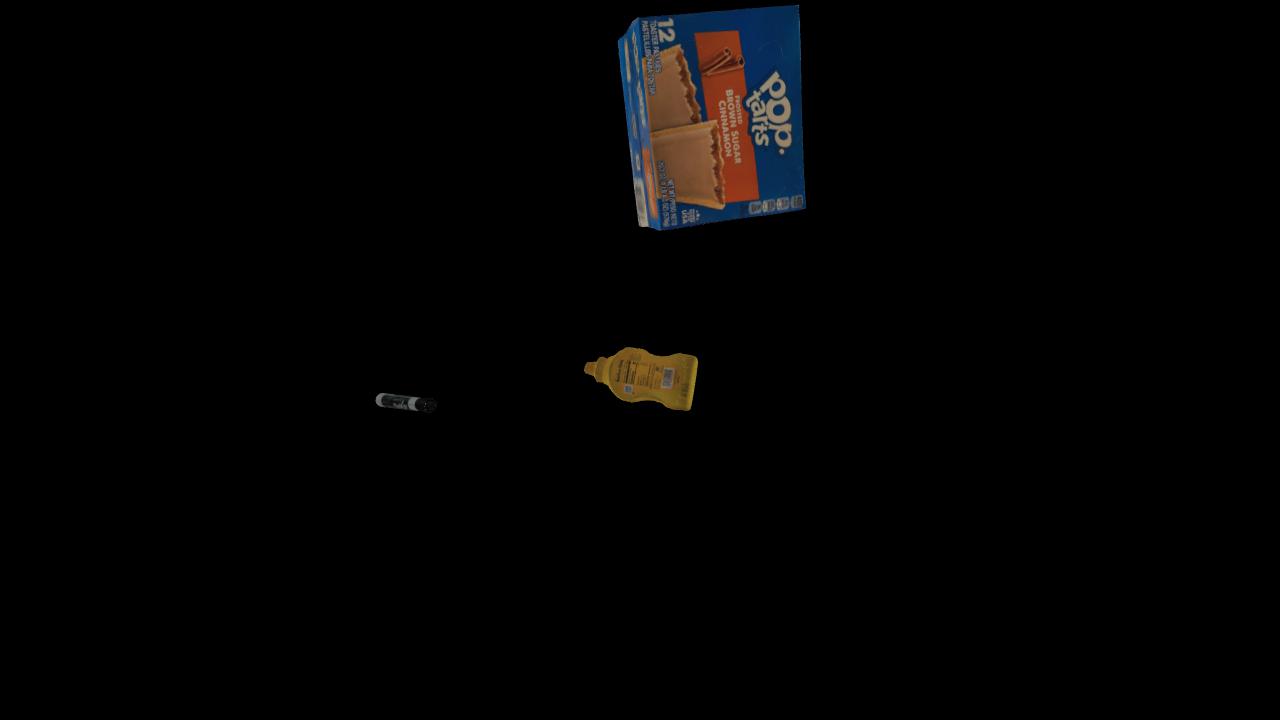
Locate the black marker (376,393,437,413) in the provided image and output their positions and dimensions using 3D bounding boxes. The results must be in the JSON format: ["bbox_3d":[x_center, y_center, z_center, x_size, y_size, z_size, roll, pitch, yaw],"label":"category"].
[{"bbox_3d":[-0.299,0.055,0.787,0.121,0.020,0.020,1,1,39],"label":"black marker"}]

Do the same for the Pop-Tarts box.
[{"bbox_3d":[0.064,-0.210,0.548,0.141,0.167,0.083,-11,19,-12],"label":"Pop-Tarts box"}]

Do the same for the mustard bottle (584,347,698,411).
[{"bbox_3d":[-0.002,0.025,1.002,0.184,0.092,0.054,8,-4,11],"label":"mustard bottle"}]
